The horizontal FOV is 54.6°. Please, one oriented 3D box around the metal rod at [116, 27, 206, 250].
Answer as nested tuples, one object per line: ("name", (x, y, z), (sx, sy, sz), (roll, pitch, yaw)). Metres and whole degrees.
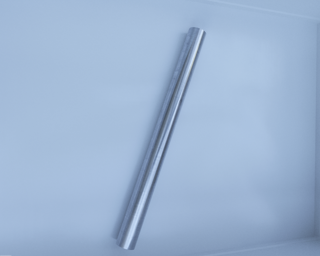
("metal rod", (0.004, 0.008, 0.409), (0.025, 0.025, 0.299), (21, 83, -19))
